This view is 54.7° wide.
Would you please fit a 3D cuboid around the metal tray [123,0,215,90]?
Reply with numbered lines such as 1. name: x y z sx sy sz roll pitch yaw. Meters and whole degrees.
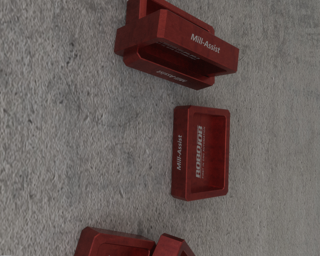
1. metal tray: 0.017 -0.109 0.404 0.131 0.030 0.090 12 73 -38

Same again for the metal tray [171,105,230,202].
1. metal tray: 0.061 0.035 0.452 0.091 0.030 0.129 3 88 -40

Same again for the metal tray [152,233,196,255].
1. metal tray: 0.003 0.207 0.374 0.130 0.030 0.090 -62 145 -30

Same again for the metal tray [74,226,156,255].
1. metal tray: -0.061 0.186 0.349 0.090 0.030 0.130 26 74 -37

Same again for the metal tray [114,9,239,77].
1. metal tray: 0.022 -0.094 0.380 0.131 0.090 0.030 12 82 -39
